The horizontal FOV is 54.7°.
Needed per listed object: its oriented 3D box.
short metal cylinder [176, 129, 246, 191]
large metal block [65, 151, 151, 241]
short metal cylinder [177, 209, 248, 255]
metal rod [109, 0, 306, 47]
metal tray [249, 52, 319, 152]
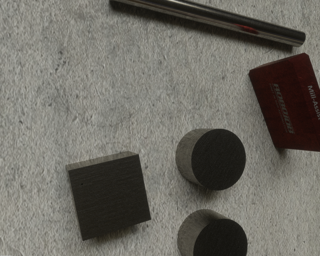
[{"bbox_3d":[0.068,0.040,0.421,0.081,0.050,0.080,0,90,-20],"label":"short metal cylinder"},{"bbox_3d":[-0.063,0.077,0.373,0.081,0.050,0.080,-12,94,-20],"label":"large metal block"},{"bbox_3d":[0.071,0.157,0.422,0.081,0.050,0.080,0,90,-20],"label":"short metal cylinder"},{"bbox_3d":[0.080,-0.156,0.438,0.302,0.025,0.025,6,88,-20],"label":"metal rod"},{"bbox_3d":[0.186,-0.033,0.443,0.030,0.090,0.129,-25,99,-18],"label":"metal tray"}]
